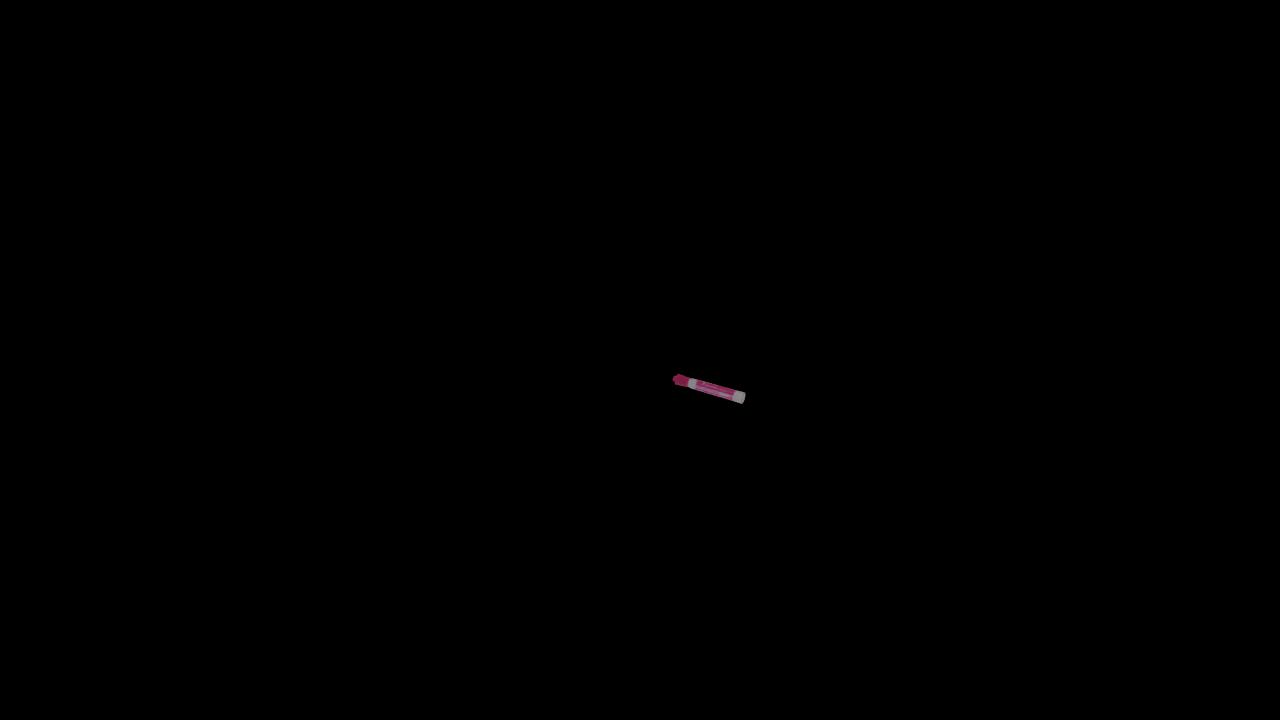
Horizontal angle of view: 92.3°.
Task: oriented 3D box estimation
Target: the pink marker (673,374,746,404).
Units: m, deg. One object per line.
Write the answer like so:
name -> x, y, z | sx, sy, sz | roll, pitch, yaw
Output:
pink marker -> 0.109, 0.045, 0.985 | 0.121, 0.020, 0.020 | 15, 6, 23
